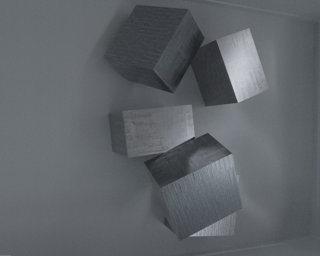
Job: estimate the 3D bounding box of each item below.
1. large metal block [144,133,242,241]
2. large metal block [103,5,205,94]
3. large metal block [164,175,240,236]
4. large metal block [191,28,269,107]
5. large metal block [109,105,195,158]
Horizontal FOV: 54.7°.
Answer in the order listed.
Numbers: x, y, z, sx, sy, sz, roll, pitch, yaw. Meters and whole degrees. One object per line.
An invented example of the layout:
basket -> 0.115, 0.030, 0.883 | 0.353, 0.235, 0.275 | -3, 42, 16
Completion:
large metal block -> 0.038, 0.064, 0.344 | 0.080, 0.050, 0.080 | -24, 121, -11
large metal block -> -0.007, -0.096, 0.372 | 0.080, 0.080, 0.050 | -61, 143, -10
large metal block -> 0.056, 0.098, 0.419 | 0.081, 0.050, 0.080 | 6, 88, -20
large metal block -> 0.088, -0.077, 0.415 | 0.050, 0.080, 0.080 | -24, 98, -19
large metal block -> -0.013, 0.002, 0.378 | 0.081, 0.080, 0.050 | -7, 93, -20
